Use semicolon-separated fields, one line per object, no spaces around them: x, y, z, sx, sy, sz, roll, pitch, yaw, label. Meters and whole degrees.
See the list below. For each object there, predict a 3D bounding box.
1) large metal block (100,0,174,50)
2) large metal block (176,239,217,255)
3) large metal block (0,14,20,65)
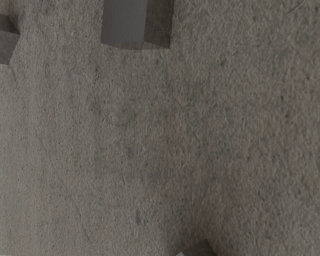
-0.030;-0.149;0.411;0.080;0.050;0.079;10;96;39;large metal block
0.036;0.190;0.357;0.080;0.050;0.080;-48;62;29;large metal block
-0.360;-0.198;0.681;0.080;0.050;0.080;50;119;28;large metal block
